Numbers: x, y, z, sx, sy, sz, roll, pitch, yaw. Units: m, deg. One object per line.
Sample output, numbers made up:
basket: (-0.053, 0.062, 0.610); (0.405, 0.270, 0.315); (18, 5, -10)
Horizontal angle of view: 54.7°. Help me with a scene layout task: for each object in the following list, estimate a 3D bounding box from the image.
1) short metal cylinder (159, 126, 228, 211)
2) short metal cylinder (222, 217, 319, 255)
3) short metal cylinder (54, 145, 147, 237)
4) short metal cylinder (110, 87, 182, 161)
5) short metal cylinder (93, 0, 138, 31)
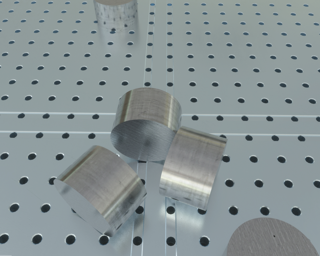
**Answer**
short metal cylinder: (0.037, 0.043, 0.336); (0.050, 0.080, 0.080); (17, 52, 14)
short metal cylinder: (0.097, 0.130, 0.283); (0.081, 0.050, 0.080); (0, 50, 0)
short metal cylinder: (-0.061, 0.064, 0.317); (0.080, 0.080, 0.050); (30, 56, 22)
short metal cylinder: (-0.015, -0.003, 0.374); (0.080, 0.080, 0.050); (4, 50, 3)
short metal cylinder: (-0.082, -0.227, 0.581); (0.081, 0.050, 0.080); (0, 50, 0)
